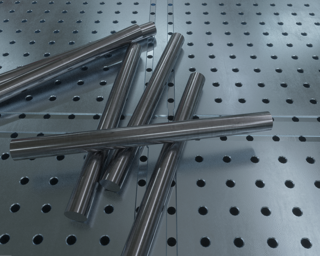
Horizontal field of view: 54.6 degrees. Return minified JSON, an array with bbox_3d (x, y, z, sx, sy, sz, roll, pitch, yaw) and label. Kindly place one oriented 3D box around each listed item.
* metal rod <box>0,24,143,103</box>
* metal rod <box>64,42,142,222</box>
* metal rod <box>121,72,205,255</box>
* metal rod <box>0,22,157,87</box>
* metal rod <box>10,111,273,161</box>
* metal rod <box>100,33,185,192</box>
[{"bbox_3d":[-0.159,-0.090,0.470,0.302,0.025,0.025,-30,56,-19],"label":"metal rod"},{"bbox_3d":[-0.066,-0.020,0.423,0.025,0.025,0.300,7,50,6],"label":"metal rod"},{"bbox_3d":[0.012,0.035,0.378,0.025,0.025,0.300,14,51,11],"label":"metal rod"},{"bbox_3d":[-0.139,-0.116,0.504,0.302,0.025,0.025,-26,55,-21],"label":"metal rod"},{"bbox_3d":[-0.016,0.008,0.366,0.302,0.025,0.025,-6,50,-6],"label":"metal rod"},{"bbox_3d":[-0.013,-0.044,0.444,0.025,0.025,0.300,13,51,11],"label":"metal rod"}]
